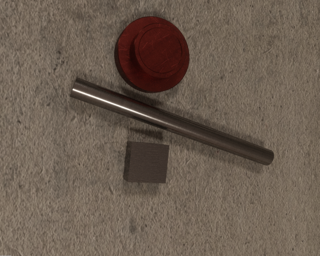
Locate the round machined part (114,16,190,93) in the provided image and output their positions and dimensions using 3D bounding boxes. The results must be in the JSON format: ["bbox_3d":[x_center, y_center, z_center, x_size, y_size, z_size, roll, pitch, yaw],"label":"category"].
[{"bbox_3d":[-0.006,-0.095,0.399,0.099,0.042,0.097,0,90,-21],"label":"round machined part"}]

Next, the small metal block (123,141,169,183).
[{"bbox_3d":[-0.018,0.044,0.403,0.050,0.025,0.050,6,88,-20],"label":"small metal block"}]

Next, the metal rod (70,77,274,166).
[{"bbox_3d":[0.030,-0.002,0.421,0.302,0.025,0.025,19,84,-19],"label":"metal rod"}]
